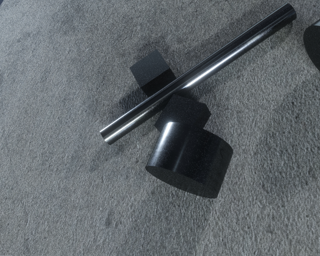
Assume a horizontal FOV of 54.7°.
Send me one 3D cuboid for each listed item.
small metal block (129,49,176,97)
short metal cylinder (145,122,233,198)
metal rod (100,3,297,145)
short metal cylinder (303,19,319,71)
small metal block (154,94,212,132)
[{"bbox_3d":[-0.011,-0.082,0.460,0.050,0.025,0.050,-33,52,6],"label":"small metal block"},{"bbox_3d":[0.031,0.035,0.331,0.080,0.080,0.050,12,68,33],"label":"short metal cylinder"},{"bbox_3d":[0.048,-0.070,0.421,0.300,0.025,0.025,-34,51,5],"label":"metal rod"},{"bbox_3d":[0.197,-0.087,0.319,0.050,0.080,0.080,-36,51,4],"label":"short metal cylinder"},{"bbox_3d":[0.029,-0.010,0.395,0.050,0.025,0.050,22,73,36],"label":"small metal block"}]
